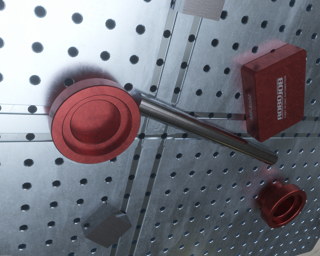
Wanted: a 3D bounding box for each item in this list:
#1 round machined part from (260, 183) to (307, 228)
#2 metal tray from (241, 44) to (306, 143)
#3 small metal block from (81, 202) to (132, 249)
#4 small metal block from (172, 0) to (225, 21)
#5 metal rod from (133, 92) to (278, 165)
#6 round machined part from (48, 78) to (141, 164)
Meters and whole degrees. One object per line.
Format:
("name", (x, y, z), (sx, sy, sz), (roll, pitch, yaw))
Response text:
("round machined part", (0.243, 0.151, 0.626), (0.099, 0.042, 0.097), (-14, 124, -21))
("metal tray", (0.175, -0.050, 0.472), (0.091, 0.030, 0.129), (-27, 128, -12))
("small metal block", (-0.078, 0.144, 0.457), (0.050, 0.025, 0.050), (-42, 130, 1))
("small metal block", (0.046, -0.151, 0.343), (0.050, 0.025, 0.050), (0, 118, -29))
("metal rod", (0.085, 0.011, 0.464), (0.302, 0.025, 0.025), (21, 107, -36))
("round machined part", (-0.075, -0.011, 0.352), (0.099, 0.042, 0.097), (-14, 124, -21))
